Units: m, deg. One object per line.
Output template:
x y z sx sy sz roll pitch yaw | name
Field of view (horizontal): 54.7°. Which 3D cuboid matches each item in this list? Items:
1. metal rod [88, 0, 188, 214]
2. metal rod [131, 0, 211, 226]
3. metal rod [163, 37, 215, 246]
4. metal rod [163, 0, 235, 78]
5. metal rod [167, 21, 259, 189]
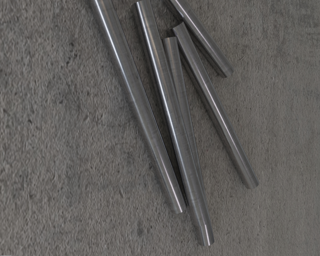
-0.023 -0.024 0.384 0.025 0.025 0.298 -32 110 -35 | metal rod
0.017 -0.013 0.406 0.025 0.025 0.298 -23 101 -38 | metal rod
0.039 0.025 0.437 0.025 0.025 0.298 -20 103 -38 | metal rod
0.015 -0.178 0.416 0.300 0.025 0.025 44 64 -31 | metal rod
0.090 -0.021 0.479 0.025 0.025 0.299 -45 117 -30 | metal rod
